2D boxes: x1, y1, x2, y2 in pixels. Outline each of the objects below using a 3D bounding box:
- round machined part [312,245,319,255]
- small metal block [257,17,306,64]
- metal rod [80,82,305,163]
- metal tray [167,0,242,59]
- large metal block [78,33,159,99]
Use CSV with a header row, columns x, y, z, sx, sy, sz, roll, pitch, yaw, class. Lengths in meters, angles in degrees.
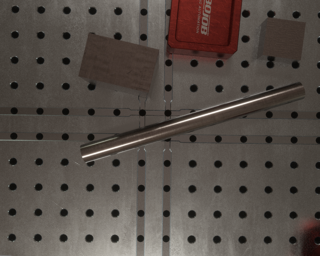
x,y,z,sx,sy,sz,roll,pitch,yaw,class
0.244,0.188,0.408,0.099,0.042,0.097,0,90,-1,round machined part
0.162,-0.116,0.416,0.050,0.025,0.050,8,90,-1,small metal block
0.043,-0.008,0.413,0.302,0.025,0.025,-16,90,-1,metal rod
0.060,-0.163,0.411,0.091,0.030,0.129,6,90,-1,metal tray
-0.046,-0.073,0.385,0.080,0.080,0.050,13,90,-1,large metal block
